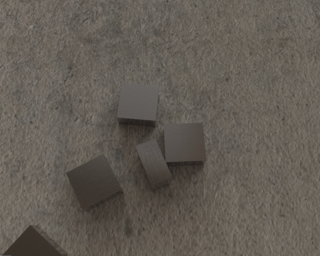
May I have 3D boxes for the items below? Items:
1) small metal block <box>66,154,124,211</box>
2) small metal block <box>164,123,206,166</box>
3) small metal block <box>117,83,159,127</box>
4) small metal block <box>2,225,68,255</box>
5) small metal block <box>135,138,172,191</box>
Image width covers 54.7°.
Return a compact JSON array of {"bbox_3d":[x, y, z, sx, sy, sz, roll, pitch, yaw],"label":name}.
[{"bbox_3d":[-0.080,0.068,0.382,0.050,0.025,0.050,-27,73,-10],"label":"small metal block"},{"bbox_3d":[0.031,0.022,0.401,0.050,0.025,0.050,-2,70,-1],"label":"small metal block"},{"bbox_3d":[-0.028,-0.031,0.419,0.050,0.025,0.050,5,70,1],"label":"small metal block"},{"bbox_3d":[-0.144,0.148,0.352,0.050,0.025,0.050,37,74,12],"label":"small metal block"},{"bbox_3d":[-0.008,0.047,0.378,0.025,0.050,0.050,-22,72,-8],"label":"small metal block"}]
